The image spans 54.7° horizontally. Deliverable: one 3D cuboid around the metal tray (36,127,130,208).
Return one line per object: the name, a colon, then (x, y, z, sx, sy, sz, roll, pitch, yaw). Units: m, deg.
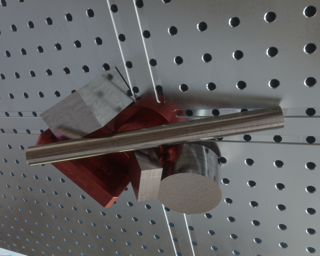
metal tray: (-0.095, 0.038, 0.440, 0.130, 0.090, 0.030, 40, 129, 1)

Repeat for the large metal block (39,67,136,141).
large metal block: (-0.092, -0.028, 0.403, 0.080, 0.080, 0.050, -23, 106, 36)

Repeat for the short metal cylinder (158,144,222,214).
short metal cylinder: (0.038, 0.066, 0.399, 0.080, 0.050, 0.079, 4, 130, 5)

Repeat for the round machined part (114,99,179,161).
round machined part: (-0.021, 0.013, 0.421, 0.098, 0.042, 0.097, 13, 124, 20)

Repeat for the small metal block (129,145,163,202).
small metal block: (-0.020, 0.053, 0.380, 0.025, 0.050, 0.050, -4, 125, -19)

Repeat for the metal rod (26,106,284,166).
metal rod: (-0.015, 0.012, 0.363, 0.301, 0.025, 0.025, -9, 115, 10)
